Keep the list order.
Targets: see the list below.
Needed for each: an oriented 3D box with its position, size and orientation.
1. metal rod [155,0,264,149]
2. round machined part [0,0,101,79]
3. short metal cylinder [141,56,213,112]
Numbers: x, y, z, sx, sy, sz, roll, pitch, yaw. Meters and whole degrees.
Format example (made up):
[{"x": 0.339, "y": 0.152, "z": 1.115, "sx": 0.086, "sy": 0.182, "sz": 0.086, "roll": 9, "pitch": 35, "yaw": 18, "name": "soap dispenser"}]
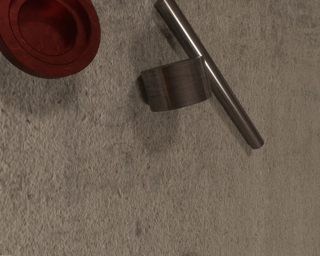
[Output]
[{"x": 0.089, "y": -0.071, "z": 0.481, "sx": 0.300, "sy": 0.025, "sz": 0.025, "roll": 49, "pitch": 61, "yaw": -29, "name": "metal rod"}, {"x": -0.112, "y": -0.096, "z": 0.301, "sx": 0.099, "sy": 0.042, "sz": 0.097, "roll": 0, "pitch": 90, "yaw": -40, "name": "round machined part"}, {"x": 0.021, "y": -0.056, "z": 0.388, "sx": 0.081, "sy": 0.080, "sz": 0.050, "roll": -25, "pitch": 106, "yaw": -38, "name": "short metal cylinder"}]
